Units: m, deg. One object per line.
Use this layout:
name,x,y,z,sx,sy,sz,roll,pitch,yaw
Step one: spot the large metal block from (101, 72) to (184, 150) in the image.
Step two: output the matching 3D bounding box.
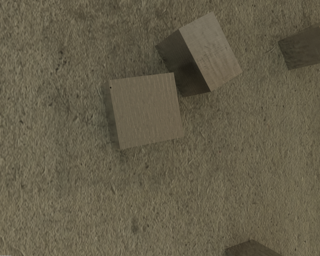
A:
large metal block,-0.023,-0.022,0.387,0.081,0.050,0.080,-11,94,-20

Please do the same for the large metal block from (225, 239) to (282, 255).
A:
large metal block,0.139,0.214,0.431,0.050,0.080,0.080,-11,94,-20

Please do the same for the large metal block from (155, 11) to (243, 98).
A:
large metal block,0.047,-0.089,0.397,0.050,0.080,0.080,-33,101,-17

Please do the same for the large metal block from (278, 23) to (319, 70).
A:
large metal block,0.244,-0.132,0.469,0.081,0.080,0.050,-27,99,-18
